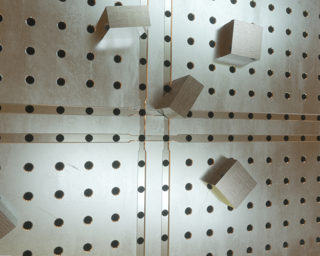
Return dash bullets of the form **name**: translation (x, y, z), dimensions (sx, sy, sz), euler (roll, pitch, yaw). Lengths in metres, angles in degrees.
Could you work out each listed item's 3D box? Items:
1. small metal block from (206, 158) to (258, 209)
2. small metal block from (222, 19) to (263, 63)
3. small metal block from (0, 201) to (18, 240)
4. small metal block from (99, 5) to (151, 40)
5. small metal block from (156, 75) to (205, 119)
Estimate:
- **small metal block**: translation (0.106, 0.081, 0.453), dimensions (0.050, 0.025, 0.050), euler (-45, 105, -15)
- **small metal block**: translation (0.122, -0.128, 0.459), dimensions (0.050, 0.025, 0.050), euler (7, 88, -20)
- **small metal block**: translation (-0.196, 0.104, 0.340), dimensions (0.050, 0.025, 0.050), euler (-39, 103, -16)
- **small metal block**: translation (-0.045, -0.130, 0.383), dimensions (0.050, 0.050, 0.025), euler (-10, 94, -20)
- **small metal block**: translation (0.025, -0.040, 0.410), dimensions (0.025, 0.050, 0.050), euler (35, 79, -17)
